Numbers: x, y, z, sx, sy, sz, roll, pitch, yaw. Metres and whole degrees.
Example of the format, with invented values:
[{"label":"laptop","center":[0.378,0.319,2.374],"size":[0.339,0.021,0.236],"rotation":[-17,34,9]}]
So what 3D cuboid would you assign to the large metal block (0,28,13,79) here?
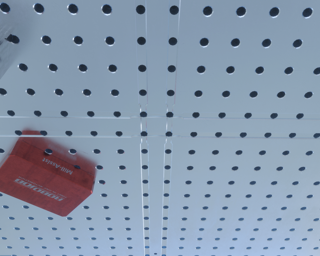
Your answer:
[{"label":"large metal block","center":[-0.207,-0.073,0.311],"size":[0.081,0.080,0.050],"rotation":[18,128,-15]}]

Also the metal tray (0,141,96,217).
[{"label":"metal tray","center":[-0.179,0.083,0.477],"size":[0.130,0.030,0.090],"rotation":[32,123,-25]}]
